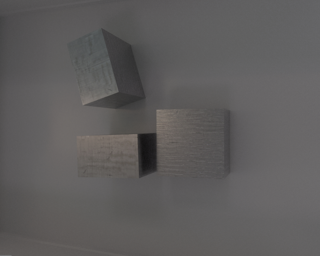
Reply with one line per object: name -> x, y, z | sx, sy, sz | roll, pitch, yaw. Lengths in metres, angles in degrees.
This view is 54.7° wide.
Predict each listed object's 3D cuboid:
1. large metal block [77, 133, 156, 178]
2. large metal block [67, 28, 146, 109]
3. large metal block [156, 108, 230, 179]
large metal block -> -0.048, 0.033, 0.398 | 0.080, 0.080, 0.050 | -2, 89, 20
large metal block -> -0.067, -0.073, 0.405 | 0.050, 0.080, 0.080 | -18, 84, 19
large metal block -> 0.042, 0.018, 0.382 | 0.080, 0.050, 0.080 | 0, 90, 20
